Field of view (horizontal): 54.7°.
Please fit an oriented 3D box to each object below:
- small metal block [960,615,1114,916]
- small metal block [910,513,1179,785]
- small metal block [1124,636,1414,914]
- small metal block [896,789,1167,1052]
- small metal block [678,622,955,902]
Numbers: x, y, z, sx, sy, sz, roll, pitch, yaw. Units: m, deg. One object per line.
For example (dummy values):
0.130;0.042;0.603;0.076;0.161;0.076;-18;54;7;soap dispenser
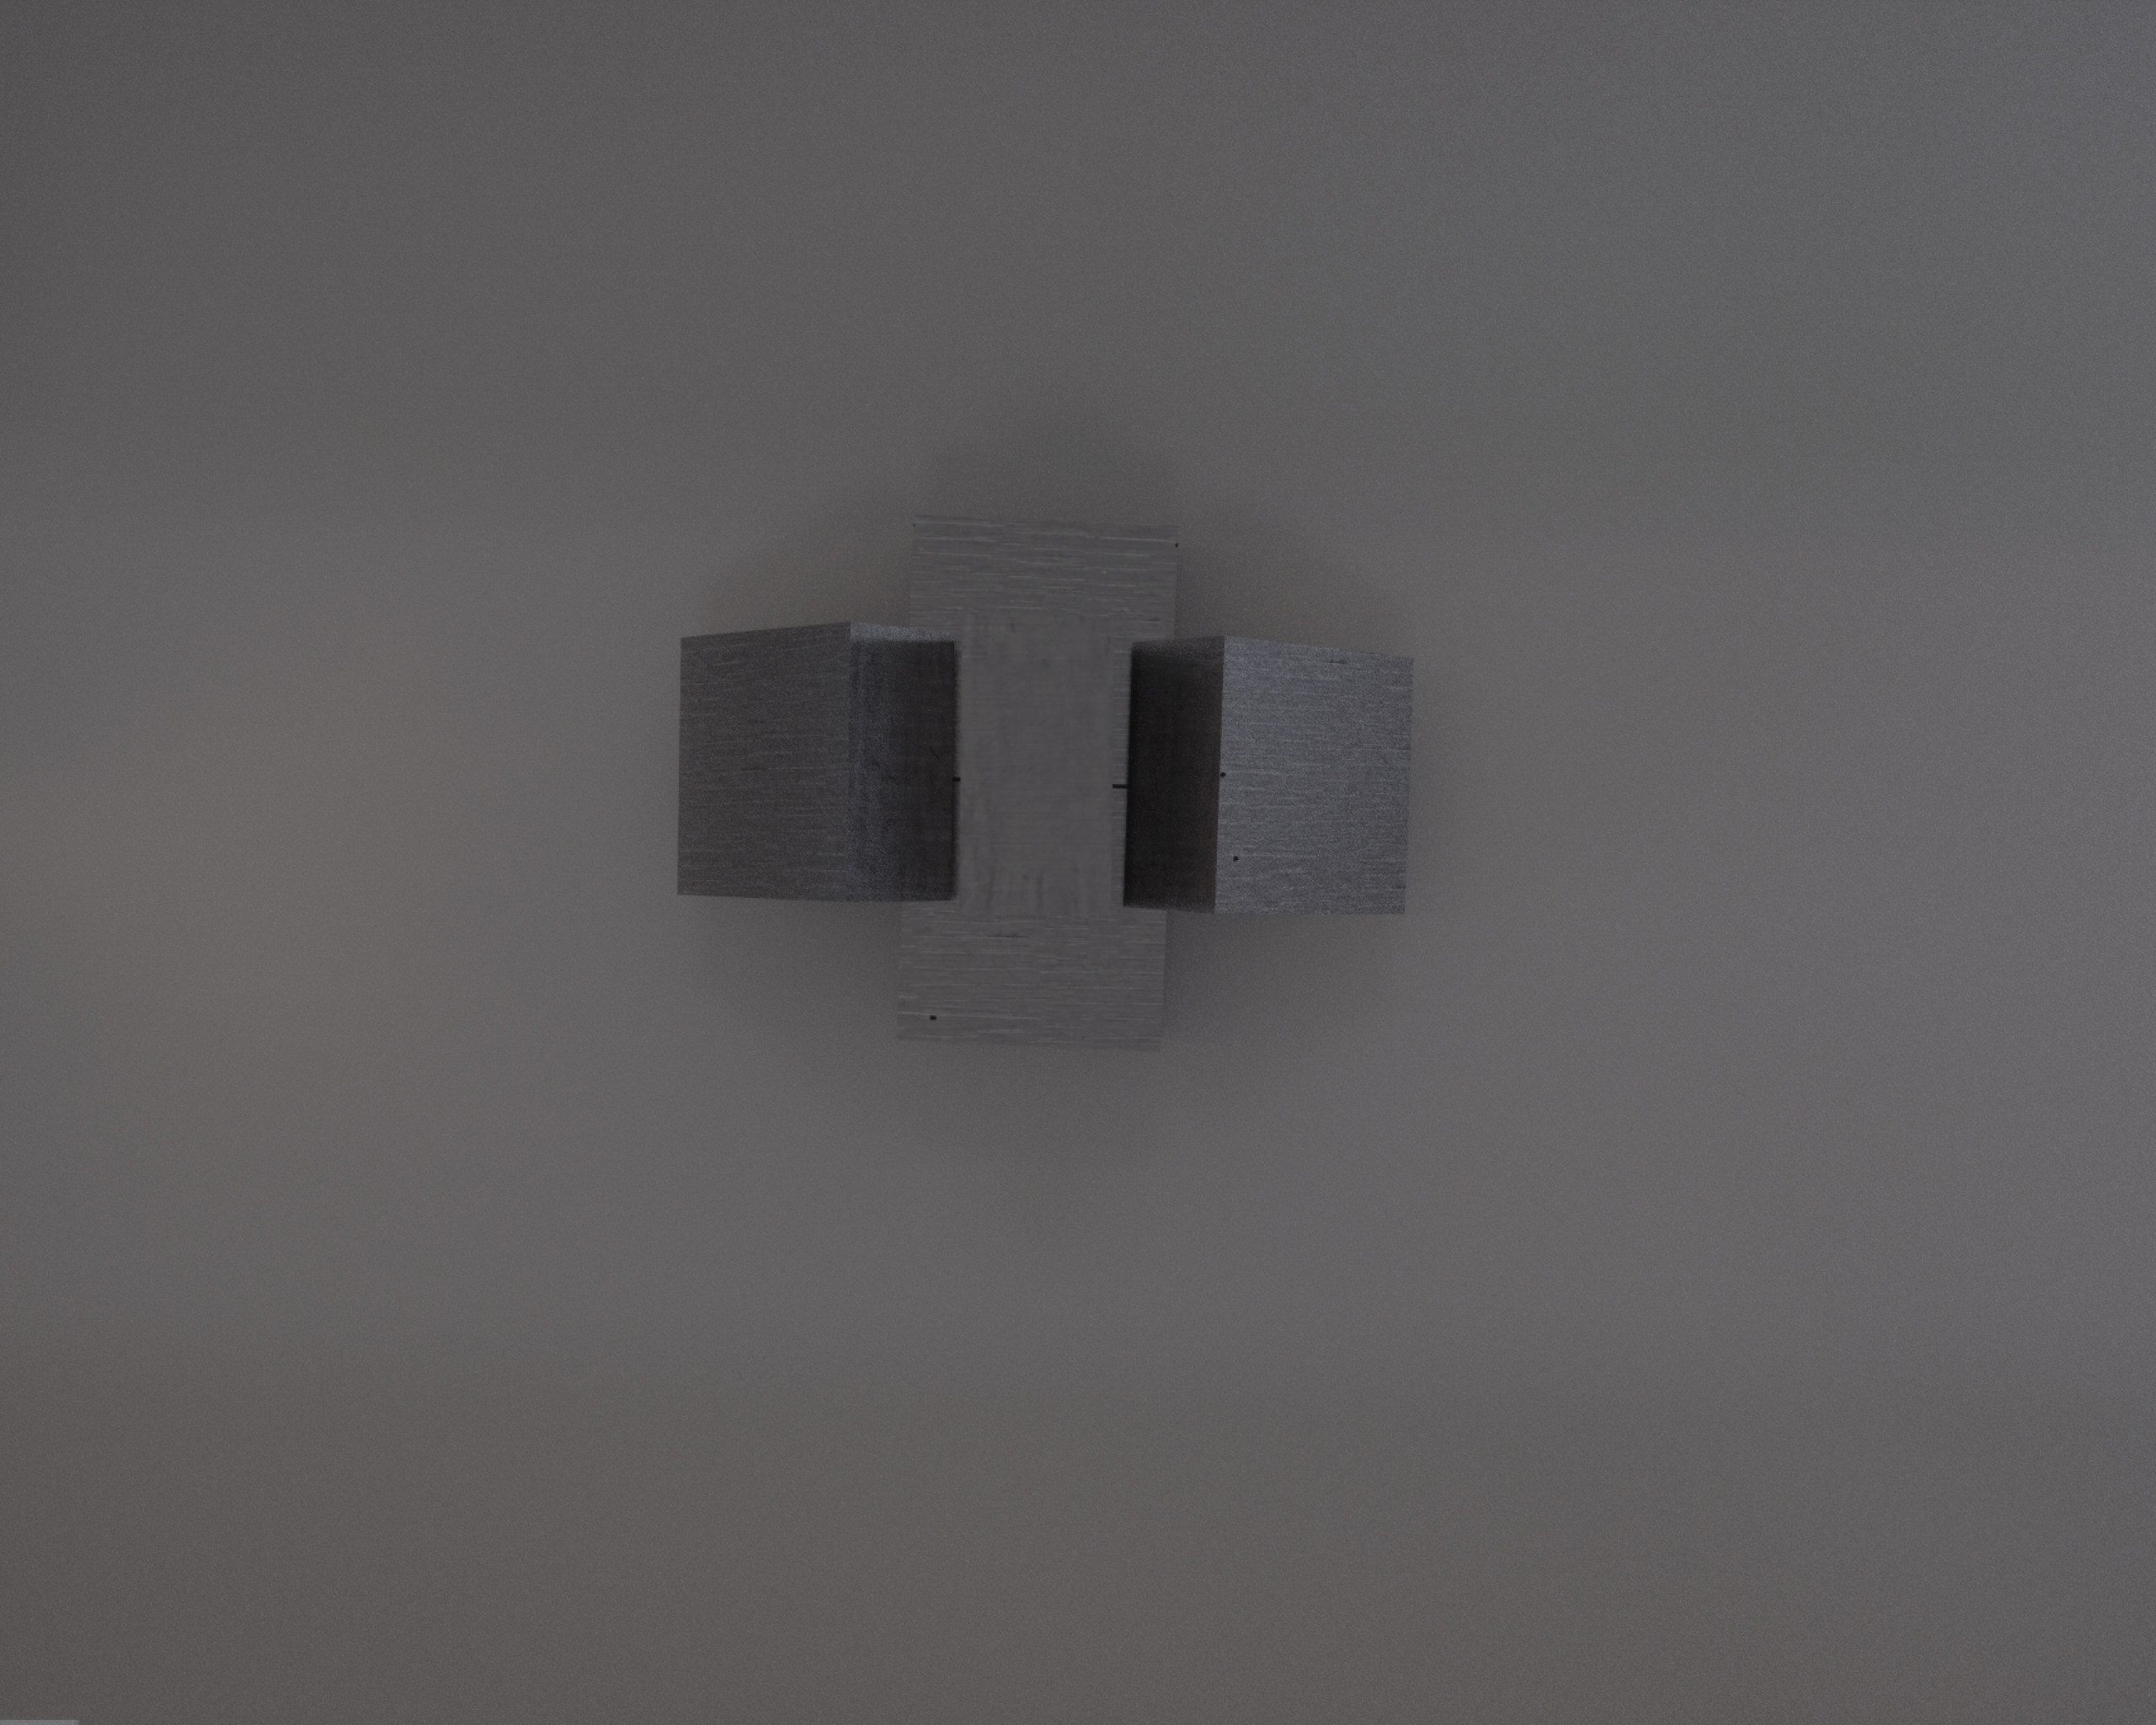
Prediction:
-0.007;-0.016;0.371;0.025;0.050;0.050;1;90;-1;small metal block
-0.007;-0.040;0.409;0.050;0.025;0.050;3;90;-1;small metal block
0.037;-0.016;0.398;0.050;0.025;0.050;1;91;-39;small metal block
-0.008;0.010;0.409;0.050;0.025;0.050;3;90;0;small metal block
-0.050;-0.018;0.395;0.050;0.025;0.050;1;90;43;small metal block
